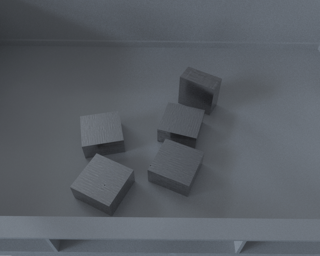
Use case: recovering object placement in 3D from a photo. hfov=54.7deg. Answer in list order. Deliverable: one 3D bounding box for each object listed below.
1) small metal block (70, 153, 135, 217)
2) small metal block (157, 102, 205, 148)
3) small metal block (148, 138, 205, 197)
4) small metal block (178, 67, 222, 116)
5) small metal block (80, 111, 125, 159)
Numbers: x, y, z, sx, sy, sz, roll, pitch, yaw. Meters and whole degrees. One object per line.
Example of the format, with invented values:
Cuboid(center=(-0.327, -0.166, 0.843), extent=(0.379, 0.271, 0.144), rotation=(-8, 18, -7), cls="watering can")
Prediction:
Cuboid(center=(-0.064, 0.063, 0.351), extent=(0.050, 0.025, 0.050), rotation=(22, 53, 17), cls="small metal block")
Cuboid(center=(0.028, -0.003, 0.408), extent=(0.050, 0.025, 0.050), rotation=(13, 51, 10), cls="small metal block")
Cuboid(center=(0.019, 0.046, 0.367), extent=(0.050, 0.025, 0.050), rotation=(20, 53, 15), cls="small metal block")
Cuboid(center=(0.055, -0.051, 0.433), extent=(0.050, 0.050, 0.025), rotation=(24, 54, 18), cls="small metal block")
Cuboid(center=(-0.074, 0.008, 0.398), extent=(0.050, 0.025, 0.050), rotation=(-9, 51, -8), cls="small metal block")
